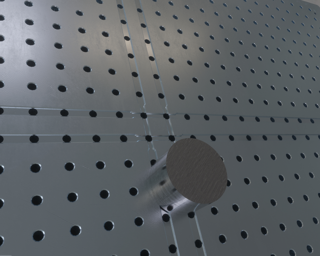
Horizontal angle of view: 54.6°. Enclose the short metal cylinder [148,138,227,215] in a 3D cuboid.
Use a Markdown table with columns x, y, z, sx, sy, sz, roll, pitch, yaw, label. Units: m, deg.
| x | y | z | sx | sy | sz | roll | pitch | yaw | label |
| --- | --- | --- | --- | --- | --- | --- | --- | --- | --- |
| 0.033 | 0.059 | 0.373 | 0.081 | 0.050 | 0.080 | 13 | 56 | -21 | short metal cylinder |
